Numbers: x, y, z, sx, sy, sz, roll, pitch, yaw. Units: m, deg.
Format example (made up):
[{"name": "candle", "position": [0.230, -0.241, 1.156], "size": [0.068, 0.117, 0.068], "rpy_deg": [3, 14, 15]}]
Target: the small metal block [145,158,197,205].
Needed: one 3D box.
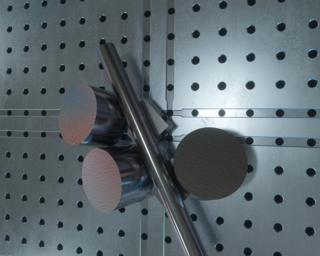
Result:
[{"name": "small metal block", "position": [0.017, 0.073, 0.402], "size": [0.050, 0.025, 0.050], "rpy_deg": [-42, 77, 15]}]

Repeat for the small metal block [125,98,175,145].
[{"name": "small metal block", "position": [-0.018, -0.004, 0.415], "size": [0.050, 0.025, 0.050], "rpy_deg": [-45, 76, 14]}]

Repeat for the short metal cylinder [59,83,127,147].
[{"name": "short metal cylinder", "position": [-0.089, -0.014, 0.412], "size": [0.080, 0.050, 0.080], "rpy_deg": [-9, 76, 39]}]

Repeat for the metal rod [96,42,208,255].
[{"name": "metal rod", "position": [-0.012, 0.029, 0.385], "size": [0.025, 0.025, 0.299], "rpy_deg": [-27, 81, 18]}]

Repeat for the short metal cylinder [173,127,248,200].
[{"name": "short metal cylinder", "position": [0.056, 0.044, 0.362], "size": [0.081, 0.050, 0.080], "rpy_deg": [0, 75, 1]}]

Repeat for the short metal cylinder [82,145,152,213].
[{"name": "short metal cylinder", "position": [-0.057, 0.063, 0.401], "size": [0.080, 0.050, 0.079], "rpy_deg": [5, 97, 42]}]
